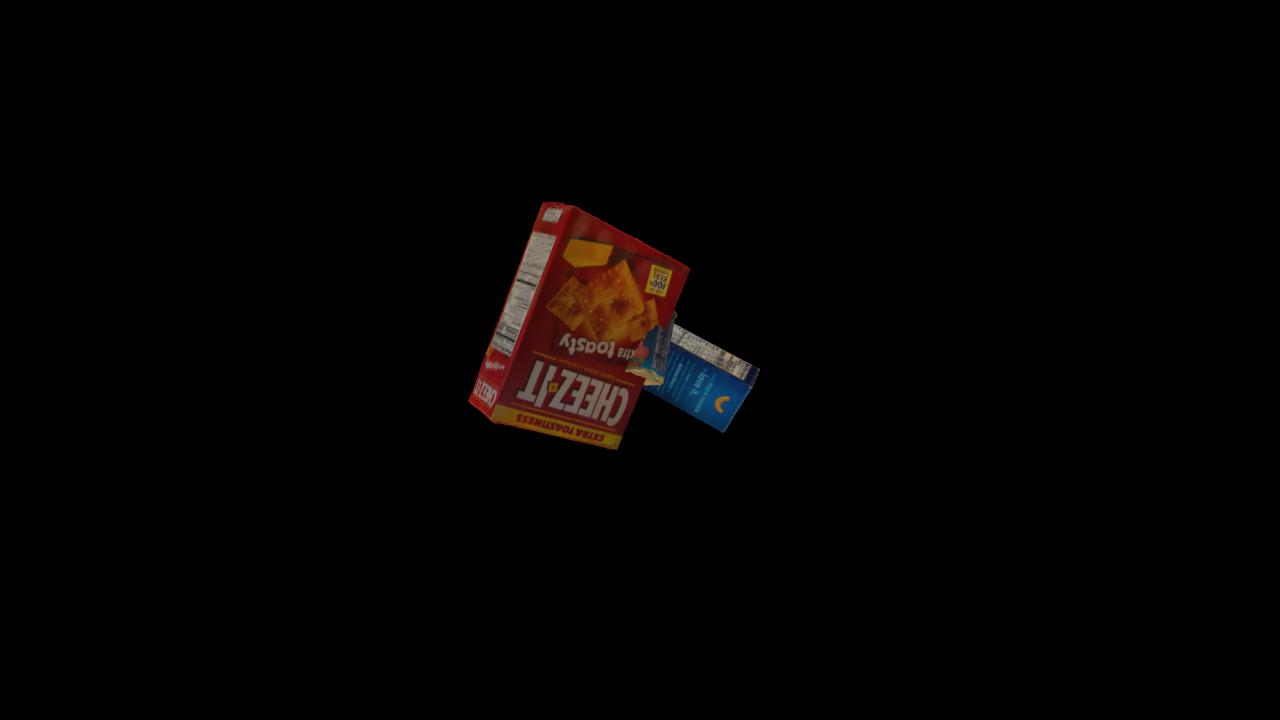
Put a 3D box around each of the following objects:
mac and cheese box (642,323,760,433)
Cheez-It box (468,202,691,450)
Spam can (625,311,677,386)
[{"bbox_3d":[0.038,0.005,0.725,0.184,0.093,0.041,29,45,7],"label":"mac and cheese box"},{"bbox_3d":[-0.061,-0.029,0.650,0.166,0.223,0.071,21,2,-38],"label":"Cheez-It box"},{"bbox_3d":[-0.014,-0.018,0.699,0.101,0.085,0.058,-2,-20,35],"label":"Spam can"}]
